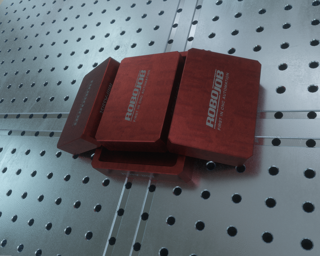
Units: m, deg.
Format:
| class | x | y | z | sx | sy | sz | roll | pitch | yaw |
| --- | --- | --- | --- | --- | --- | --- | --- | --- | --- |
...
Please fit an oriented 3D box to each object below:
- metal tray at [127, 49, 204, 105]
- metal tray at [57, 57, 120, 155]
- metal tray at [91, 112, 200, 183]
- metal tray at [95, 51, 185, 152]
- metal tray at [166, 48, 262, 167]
| class | x | y | z | sx | sy | sz | roll | pitch | yaw |
| --- | --- | --- | --- | --- | --- | --- | --- | --- | --- |
| metal tray | 0.002 | -0.061 | 0.440 | 0.130 | 0.030 | 0.090 | 1 | 62 | 28 |
| metal tray | -0.099 | -0.031 | 0.451 | 0.090 | 0.030 | 0.130 | -19 | 50 | 49 |
| metal tray | -0.018 | 0.019 | 0.402 | 0.130 | 0.030 | 0.090 | 1 | 62 | 28 |
| metal tray | -0.021 | -0.035 | 0.397 | 0.090 | 0.030 | 0.130 | 0 | 61 | 27 |
| metal tray | 0.065 | -0.027 | 0.362 | 0.090 | 0.030 | 0.130 | 12 | 65 | 3 |
